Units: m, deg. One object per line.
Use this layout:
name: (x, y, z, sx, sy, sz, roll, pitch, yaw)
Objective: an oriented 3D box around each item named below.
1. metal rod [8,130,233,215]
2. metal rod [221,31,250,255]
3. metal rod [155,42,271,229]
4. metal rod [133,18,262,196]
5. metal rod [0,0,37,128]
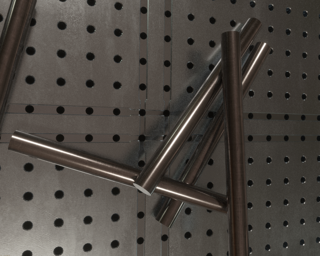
metal rod: (-0.028, 0.062, 0.384, 0.302, 0.025, 0.025, 19, 84, -13)
metal rod: (0.095, 0.026, 0.394, 0.025, 0.025, 0.298, 1, 85, -20)
metal rod: (0.081, 0.003, 0.443, 0.025, 0.025, 0.300, 35, 79, -17)
metal rod: (0.061, -0.043, 0.412, 0.025, 0.025, 0.300, 42, 68, -16)
metal rod: (-0.189, -0.006, 0.342, 0.025, 0.025, 0.298, 15, 85, -20)
